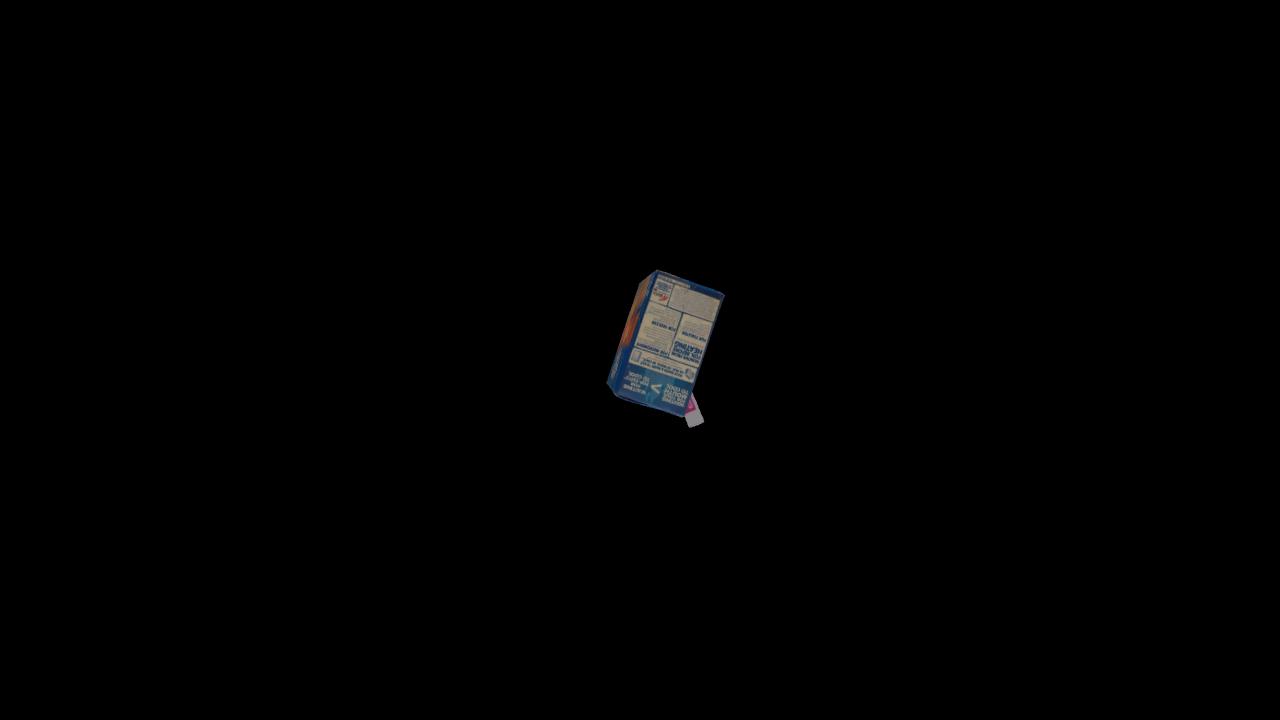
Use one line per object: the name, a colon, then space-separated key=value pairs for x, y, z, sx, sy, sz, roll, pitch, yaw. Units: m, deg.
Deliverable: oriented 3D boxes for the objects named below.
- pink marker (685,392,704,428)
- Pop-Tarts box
pink marker: x=0.042 y=0.017 z=0.697 sx=0.020 sy=0.121 sz=0.020 roll=-20 pitch=-14 yaw=-5
Pop-Tarts box: x=0.022 y=-0.020 z=0.723 sx=0.083 sy=0.141 sz=0.167 roll=18 pitch=0 yaw=-6
